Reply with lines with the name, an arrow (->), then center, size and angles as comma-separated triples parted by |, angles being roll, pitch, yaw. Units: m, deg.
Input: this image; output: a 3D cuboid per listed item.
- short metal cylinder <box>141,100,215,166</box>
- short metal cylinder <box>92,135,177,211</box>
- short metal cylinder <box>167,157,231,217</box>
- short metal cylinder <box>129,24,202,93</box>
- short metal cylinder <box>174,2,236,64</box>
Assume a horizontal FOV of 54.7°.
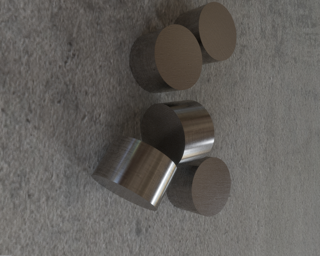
short metal cylinder -> 0.021, 0.006, 0.388 | 0.050, 0.080, 0.079 | -11, 97, -40
short metal cylinder -> -0.028, 0.051, 0.347 | 0.080, 0.080, 0.050 | 43, 64, -32
short metal cylinder -> 0.055, 0.079, 0.437 | 0.081, 0.050, 0.079 | 0, 90, -40
short metal cylinder -> 0.008, -0.086, 0.397 | 0.081, 0.050, 0.079 | 0, 90, -40
short metal cylinder -> 0.065, -0.133, 0.445 | 0.081, 0.050, 0.079 | 0, 90, -40
